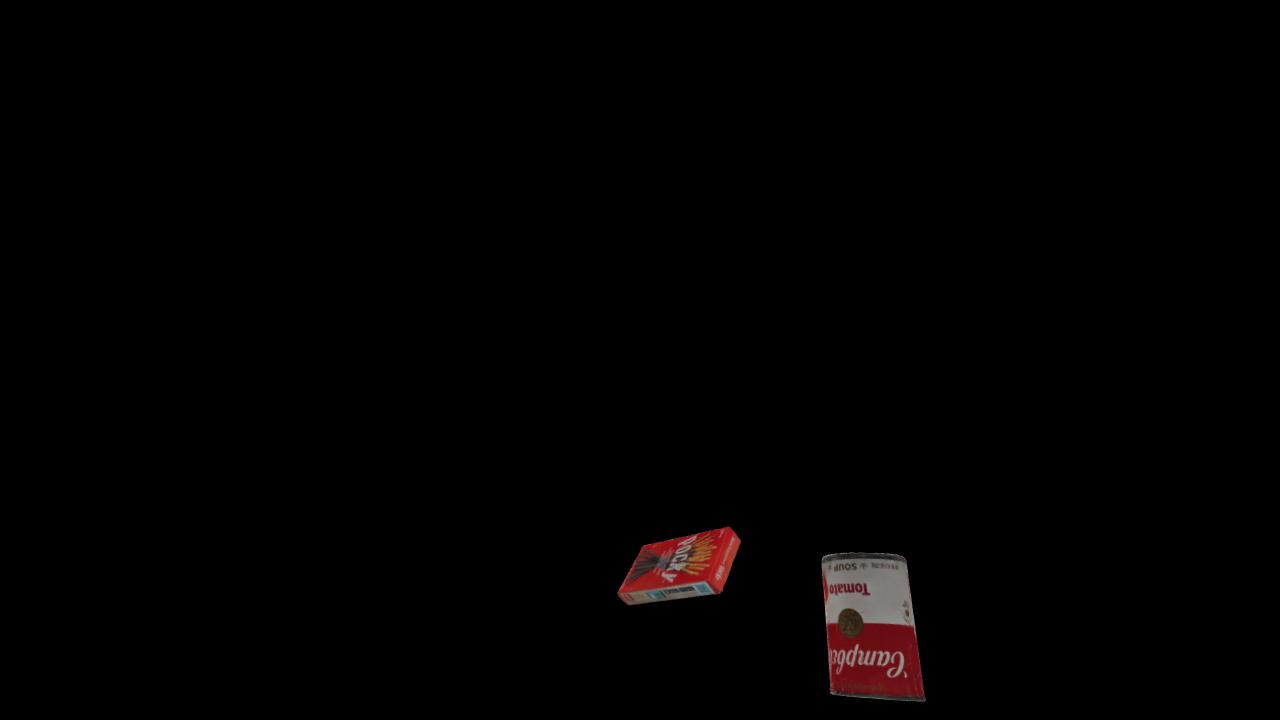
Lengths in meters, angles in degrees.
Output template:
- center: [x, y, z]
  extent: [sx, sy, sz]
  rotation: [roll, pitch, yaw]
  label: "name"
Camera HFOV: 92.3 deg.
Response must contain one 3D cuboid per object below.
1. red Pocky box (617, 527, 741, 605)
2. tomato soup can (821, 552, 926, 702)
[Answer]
- center: [0.047, 0.255, 0.758]
  extent: [0.155, 0.028, 0.083]
  rotation: [-26, 17, 39]
  label: "red Pocky box"
- center: [0.180, 0.206, 0.479]
  extent: [0.068, 0.101, 0.068]
  rotation: [3, -26, 2]
  label: "tomato soup can"
